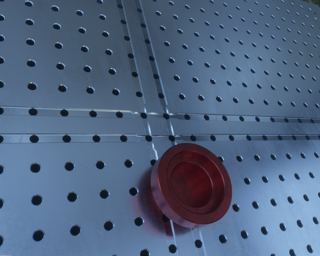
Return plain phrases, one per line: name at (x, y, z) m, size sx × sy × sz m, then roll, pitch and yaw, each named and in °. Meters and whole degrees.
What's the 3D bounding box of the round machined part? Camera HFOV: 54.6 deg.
round machined part at (0.034, 0.070, 0.372) m, size 0.099 × 0.042 × 0.098 m, roll 13°, pitch 56°, yaw -21°
